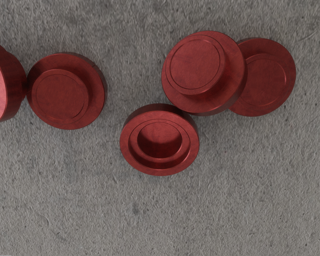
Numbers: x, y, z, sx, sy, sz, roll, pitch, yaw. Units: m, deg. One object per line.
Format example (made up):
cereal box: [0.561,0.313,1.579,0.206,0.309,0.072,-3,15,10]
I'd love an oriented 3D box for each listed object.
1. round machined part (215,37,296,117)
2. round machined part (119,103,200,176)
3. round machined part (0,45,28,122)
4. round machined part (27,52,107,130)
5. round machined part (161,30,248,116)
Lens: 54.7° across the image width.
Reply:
round machined part: [0.118,-0.060,0.380,0.099,0.042,0.097,0,110,0]
round machined part: [0.000,0.011,0.398,0.099,0.042,0.097,1,121,2]
round machined part: [-0.198,-0.056,0.365,0.098,0.042,0.097,9,110,24]
round machined part: [-0.117,-0.043,0.384,0.099,0.042,0.097,0,110,0]
round machined part: [0.045,-0.065,0.350,0.098,0.042,0.098,-5,77,24]
